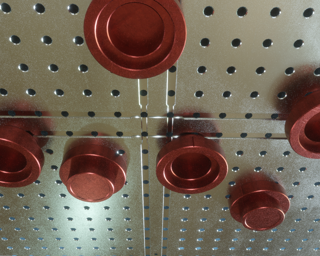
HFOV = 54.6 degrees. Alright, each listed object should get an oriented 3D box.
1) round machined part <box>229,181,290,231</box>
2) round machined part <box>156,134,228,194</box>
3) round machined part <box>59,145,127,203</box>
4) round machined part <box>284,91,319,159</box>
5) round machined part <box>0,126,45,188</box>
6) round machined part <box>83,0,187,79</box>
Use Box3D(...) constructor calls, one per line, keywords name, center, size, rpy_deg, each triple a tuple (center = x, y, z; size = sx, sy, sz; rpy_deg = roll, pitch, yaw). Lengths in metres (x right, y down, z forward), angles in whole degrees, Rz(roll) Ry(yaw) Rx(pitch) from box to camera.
Box3D(name="round machined part", center=(0.166, 0.135, 0.516), size=(0.099, 0.042, 0.097), rpy_deg=(0, 130, 0))
Box3D(name="round machined part", center=(0.044, 0.047, 0.440), size=(0.099, 0.042, 0.097), rpy_deg=(0, 130, 0))
Box3D(name="round machined part", center=(-0.101, 0.074, 0.463), size=(0.099, 0.042, 0.097), rpy_deg=(0, 130, 0))
Box3D(name="round machined part", center=(0.209, -0.009, 0.394), size=(0.099, 0.042, 0.097), rpy_deg=(0, 130, 0))
Box3D(name="round machined part", center=(-0.210, 0.035, 0.429), size=(0.099, 0.042, 0.097), rpy_deg=(0, 130, 0))
Box3D(name="round machined part", center=(-0.024, -0.102, 0.313), size=(0.099, 0.042, 0.097), rpy_deg=(0, 130, 0))
